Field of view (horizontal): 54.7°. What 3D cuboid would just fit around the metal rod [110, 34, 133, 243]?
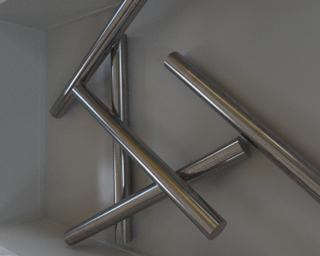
[{"bbox_3d":[-0.057,0.013,0.450,0.025,0.025,0.298,-3,88,39],"label":"metal rod"}]

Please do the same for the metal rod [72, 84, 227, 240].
[{"bbox_3d":[-0.034,0.022,0.392,0.300,0.025,0.025,41,115,36],"label":"metal rod"}]

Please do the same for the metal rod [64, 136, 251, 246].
[{"bbox_3d":[-0.022,0.092,0.399,0.299,0.025,0.025,-33,70,27],"label":"metal rod"}]

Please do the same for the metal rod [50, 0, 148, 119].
[{"bbox_3d":[-0.099,-0.100,0.459,0.299,0.025,0.025,-40,66,41],"label":"metal rod"}]

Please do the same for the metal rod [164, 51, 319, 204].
[{"bbox_3d":[0.105,0.009,0.319,0.300,0.025,0.025,47,118,29],"label":"metal rod"}]
